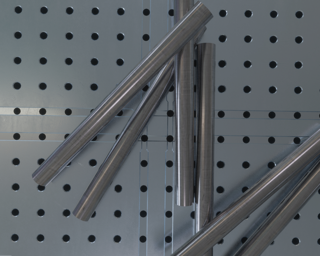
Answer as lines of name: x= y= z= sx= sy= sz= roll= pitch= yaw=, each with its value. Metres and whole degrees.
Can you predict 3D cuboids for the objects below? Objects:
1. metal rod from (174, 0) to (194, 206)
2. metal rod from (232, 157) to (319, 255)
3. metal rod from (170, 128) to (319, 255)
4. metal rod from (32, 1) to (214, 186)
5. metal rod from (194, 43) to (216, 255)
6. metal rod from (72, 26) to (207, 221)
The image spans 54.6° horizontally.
metal rod: x=0.031 y=-0.048 z=0.394 sx=0.025 sy=0.025 sz=0.298 roll=-1 pitch=98 yaw=0
metal rod: x=0.165 y=0.114 z=0.414 sx=0.025 sy=0.025 sz=0.300 roll=42 pitch=90 yaw=0
metal rod: x=0.114 y=0.094 z=0.396 sx=0.301 sy=0.025 sz=0.025 roll=-38 pitch=90 yaw=-7
metal rod: x=-0.054 y=-0.034 z=0.382 sx=0.299 sy=0.025 sz=0.025 roll=-44 pitch=90 yaw=12
metal rod: x=0.060 y=0.039 z=0.413 sx=0.025 sy=0.025 sz=0.298 roll=1 pitch=90 yaw=0
metal rod: x=-0.027 y=-0.011 z=0.413 sx=0.025 sy=0.025 sz=0.299 roll=32 pitch=90 yaw=0
